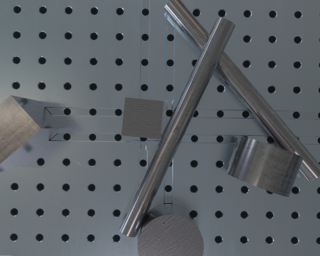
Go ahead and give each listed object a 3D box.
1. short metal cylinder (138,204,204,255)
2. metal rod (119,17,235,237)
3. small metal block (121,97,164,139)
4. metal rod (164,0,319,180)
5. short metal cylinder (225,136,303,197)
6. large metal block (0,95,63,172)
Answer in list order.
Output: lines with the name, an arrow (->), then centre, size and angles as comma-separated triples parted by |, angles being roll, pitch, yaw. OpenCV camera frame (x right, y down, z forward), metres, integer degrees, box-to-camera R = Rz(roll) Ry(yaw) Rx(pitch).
short metal cylinder -> 0.013, 0.144, 0.401 | 0.081, 0.050, 0.079 | 0, 90, -1
metal rod -> 0.020, 0.004, 0.399 | 0.025, 0.025, 0.299 | 25, 96, 0
small metal block -> -0.023, -0.013, 0.413 | 0.050, 0.025, 0.050 | 6, 90, 0
metal rod -> 0.111, -0.052, 0.414 | 0.025, 0.025, 0.300 | -40, 90, 0
short metal cylinder -> 0.129, 0.047, 0.387 | 0.080, 0.080, 0.050 | 20, 90, 0
large metal block -> -0.179, 0.008, 0.384 | 0.080, 0.080, 0.050 | -41, 90, 0
